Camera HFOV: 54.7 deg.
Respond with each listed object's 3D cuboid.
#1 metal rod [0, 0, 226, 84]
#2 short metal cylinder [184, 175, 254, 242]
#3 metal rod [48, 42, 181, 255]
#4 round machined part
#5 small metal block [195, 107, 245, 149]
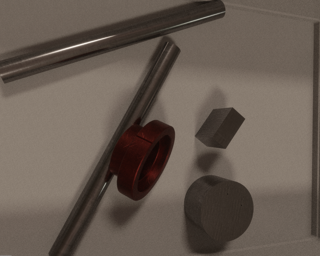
[{"bbox_3d":[-0.046,-0.116,0.394,0.302,0.025,0.025,-22,98,-19],"label":"metal rod"},{"bbox_3d":[0.080,0.109,0.429,0.081,0.050,0.079,0,90,-21],"label":"short metal cylinder"},{"bbox_3d":[-0.052,0.022,0.392,0.025,0.025,0.299,31,80,-18],"label":"metal rod"},{"bbox_3d":[-0.024,0.034,0.374,0.042,0.098,0.098,25,80,18],"label":"round machined part"},{"bbox_3d":[0.082,0.000,0.429,0.025,0.050,0.050,39,77,-16],"label":"small metal block"}]
